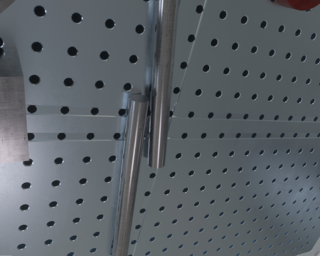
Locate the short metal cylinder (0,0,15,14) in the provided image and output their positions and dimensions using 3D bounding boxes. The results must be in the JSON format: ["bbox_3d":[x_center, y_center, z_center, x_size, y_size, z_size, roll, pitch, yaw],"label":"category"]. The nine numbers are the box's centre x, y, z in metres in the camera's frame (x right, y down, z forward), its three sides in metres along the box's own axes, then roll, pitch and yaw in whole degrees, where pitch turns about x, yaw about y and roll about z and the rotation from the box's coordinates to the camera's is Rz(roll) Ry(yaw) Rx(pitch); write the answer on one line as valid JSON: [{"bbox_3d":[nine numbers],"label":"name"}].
[{"bbox_3d":[-0.139,-0.114,0.229,0.080,0.080,0.050,-41,130,0],"label":"short metal cylinder"}]

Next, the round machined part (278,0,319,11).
[{"bbox_3d":[0.193,-0.196,0.384,0.099,0.042,0.097,-14,124,-21],"label":"round machined part"}]

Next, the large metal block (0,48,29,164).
[{"bbox_3d":[-0.151,-0.022,0.279,0.050,0.080,0.079,-6,121,-26],"label":"large metal block"}]

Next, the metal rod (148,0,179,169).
[{"bbox_3d":[0.004,-0.079,0.364,0.025,0.025,0.298,-10,123,-23],"label":"metal rod"}]

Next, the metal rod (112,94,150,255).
[{"bbox_3d":[-0.047,0.094,0.444,0.025,0.025,0.298,-5,121,-26],"label":"metal rod"}]
